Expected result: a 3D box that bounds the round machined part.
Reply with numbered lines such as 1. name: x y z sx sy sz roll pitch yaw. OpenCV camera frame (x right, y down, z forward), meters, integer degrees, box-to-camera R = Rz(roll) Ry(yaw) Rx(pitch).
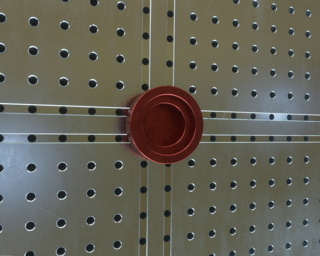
1. round machined part: 0.003 -0.004 0.404 0.099 0.042 0.097 0 90 -20
